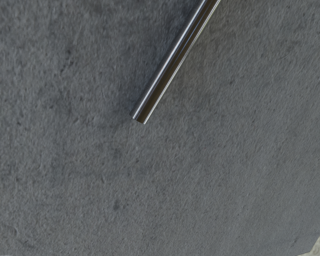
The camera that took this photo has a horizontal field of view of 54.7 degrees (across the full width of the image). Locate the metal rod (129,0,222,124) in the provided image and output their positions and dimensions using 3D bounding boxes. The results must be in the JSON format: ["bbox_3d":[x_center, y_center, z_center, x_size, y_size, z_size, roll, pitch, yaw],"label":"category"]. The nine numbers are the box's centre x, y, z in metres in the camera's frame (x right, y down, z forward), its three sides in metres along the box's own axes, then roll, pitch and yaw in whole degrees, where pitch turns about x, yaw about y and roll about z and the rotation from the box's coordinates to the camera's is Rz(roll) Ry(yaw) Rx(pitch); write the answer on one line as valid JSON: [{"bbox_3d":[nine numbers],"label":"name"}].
[{"bbox_3d":[0.050,-0.135,0.352,0.025,0.025,0.299,22,106,-37],"label":"metal rod"}]
